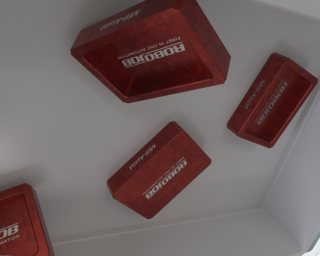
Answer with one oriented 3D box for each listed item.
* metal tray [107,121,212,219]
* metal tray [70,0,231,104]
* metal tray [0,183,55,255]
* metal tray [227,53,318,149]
[{"bbox_3d":[0.001,0.063,0.445,0.130,0.030,0.090,-43,129,2],"label":"metal tray"},{"bbox_3d":[-0.010,-0.070,0.299,0.090,0.130,0.030,44,52,-40],"label":"metal tray"},{"bbox_3d":[-0.194,0.126,0.337,0.131,0.090,0.030,-19,158,-17],"label":"metal tray"},{"bbox_3d":[0.172,-0.038,0.475,0.091,0.030,0.129,19,109,-36],"label":"metal tray"}]
